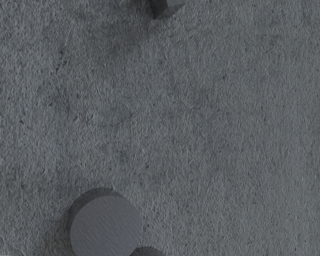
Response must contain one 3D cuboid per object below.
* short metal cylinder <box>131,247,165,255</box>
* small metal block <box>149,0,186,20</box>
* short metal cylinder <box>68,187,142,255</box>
[{"bbox_3d":[-0.014,0.199,0.391,0.081,0.050,0.079,0,90,-20],"label":"short metal cylinder"},{"bbox_3d":[0.005,-0.174,0.397,0.025,0.050,0.050,-19,97,-19],"label":"small metal block"},{"bbox_3d":[-0.067,0.116,0.371,0.081,0.050,0.079,0,90,-20],"label":"short metal cylinder"}]
